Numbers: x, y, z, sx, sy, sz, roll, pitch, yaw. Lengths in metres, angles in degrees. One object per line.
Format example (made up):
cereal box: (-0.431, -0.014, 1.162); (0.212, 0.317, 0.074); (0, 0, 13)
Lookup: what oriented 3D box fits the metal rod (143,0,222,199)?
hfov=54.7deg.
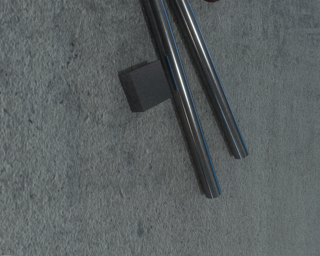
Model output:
metal rod: (0.035, -0.035, 0.433); (0.025, 0.025, 0.298); (-30, 109, -36)

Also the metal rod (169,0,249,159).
metal rod: (0.074, -0.080, 0.465); (0.025, 0.025, 0.299); (-40, 115, -33)

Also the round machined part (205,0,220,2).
round machined part: (0.086, -0.245, 0.465); (0.099, 0.042, 0.097); (0, 90, -40)

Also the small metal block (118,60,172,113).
small metal block: (-0.018, -0.052, 0.390); (0.050, 0.025, 0.050); (-31, 110, -36)
